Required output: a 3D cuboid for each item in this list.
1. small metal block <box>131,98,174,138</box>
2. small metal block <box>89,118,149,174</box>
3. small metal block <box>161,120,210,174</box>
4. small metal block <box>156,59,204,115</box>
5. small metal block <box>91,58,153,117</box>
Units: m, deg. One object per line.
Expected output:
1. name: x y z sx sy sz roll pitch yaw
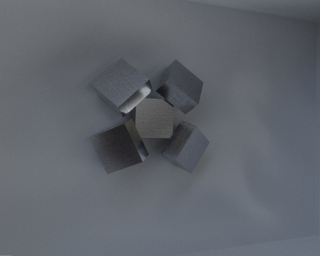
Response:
1. small metal block: -0.011 -0.012 0.404 0.050 0.025 0.050 2 90 -20
2. small metal block: -0.049 0.022 0.378 0.050 0.025 0.050 -21 99 19
3. small metal block: 0.035 0.026 0.409 0.050 0.025 0.050 -58 141 -11
4. small metal block: 0.027 -0.054 0.405 0.050 0.025 0.050 37 41 -17
5. small metal block: -0.046 -0.050 0.378 0.050 0.025 0.050 40 75 23
